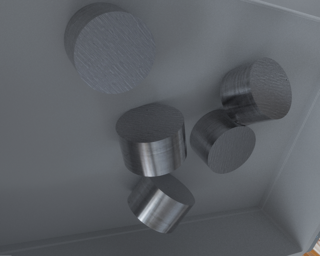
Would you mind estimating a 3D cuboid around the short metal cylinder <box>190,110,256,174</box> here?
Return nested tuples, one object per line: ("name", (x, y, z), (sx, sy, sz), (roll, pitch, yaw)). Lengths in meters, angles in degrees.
("short metal cylinder", (0.091, 0.020, 0.454), (0.081, 0.050, 0.079), (-14, 125, -21))

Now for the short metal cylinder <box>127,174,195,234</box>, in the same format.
("short metal cylinder", (0.002, 0.100, 0.436), (0.080, 0.080, 0.050), (25, 105, -37))

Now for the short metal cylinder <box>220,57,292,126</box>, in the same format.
("short metal cylinder", (0.127, -0.046, 0.408), (0.081, 0.050, 0.080), (7, 77, -32))

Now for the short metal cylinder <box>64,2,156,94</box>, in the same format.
("short metal cylinder", (-0.051, -0.081, 0.314), (0.081, 0.050, 0.079), (-14, 124, -21))

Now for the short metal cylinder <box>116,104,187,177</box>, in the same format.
("short metal cylinder", (-0.009, 0.013, 0.376), (0.081, 0.080, 0.050), (-20, 126, -17))
